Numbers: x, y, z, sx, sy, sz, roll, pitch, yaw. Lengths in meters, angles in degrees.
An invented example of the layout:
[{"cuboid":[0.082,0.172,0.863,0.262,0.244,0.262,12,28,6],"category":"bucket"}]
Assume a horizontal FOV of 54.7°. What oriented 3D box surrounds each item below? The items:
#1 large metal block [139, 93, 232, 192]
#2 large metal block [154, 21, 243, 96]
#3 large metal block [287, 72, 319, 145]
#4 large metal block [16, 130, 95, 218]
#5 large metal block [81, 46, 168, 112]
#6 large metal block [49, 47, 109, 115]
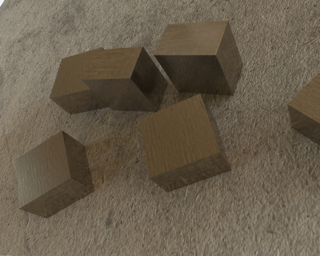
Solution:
[{"cuboid":[0.028,0.019,0.362,0.080,0.050,0.080,-22,53,15],"category":"large metal block"},{"cuboid":[0.052,-0.086,0.394,0.080,0.080,0.050,8,66,32],"category":"large metal block"},{"cuboid":[0.187,-0.018,0.301,0.080,0.050,0.080,-44,51,-3],"category":"large metal block"},{"cuboid":[-0.145,0.064,0.425,0.080,0.050,0.080,-31,52,8],"category":"large metal block"},{"cuboid":[-0.047,-0.065,0.433,0.080,0.080,0.050,4,64,30],"category":"large metal block"},{"cuboid":[-0.118,-0.074,0.496,0.080,0.050,0.080,-9,58,23],"category":"large metal block"}]
